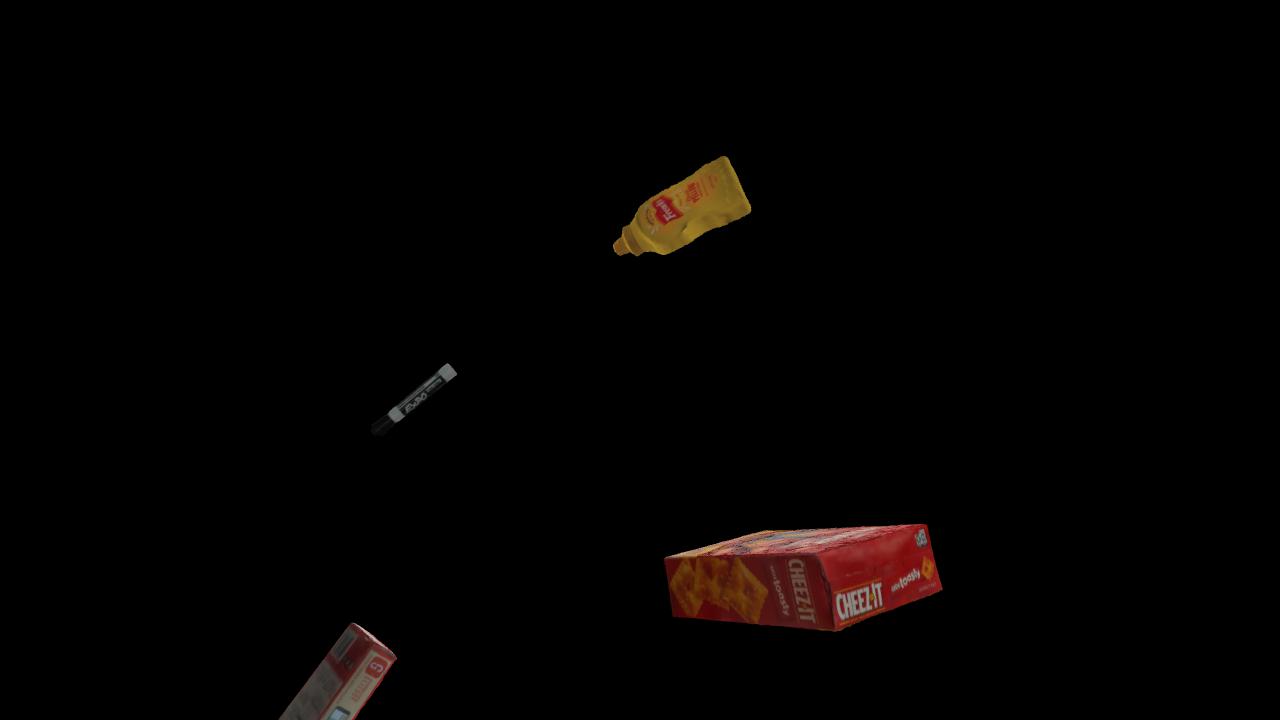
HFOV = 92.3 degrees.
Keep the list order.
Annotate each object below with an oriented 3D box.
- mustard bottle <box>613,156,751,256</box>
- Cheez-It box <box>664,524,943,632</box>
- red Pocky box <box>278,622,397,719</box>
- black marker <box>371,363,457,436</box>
[{"bbox_3d":[0.046,-0.184,0.797,0.184,0.092,0.054,-26,-28,16],"label":"mustard bottle"},{"bbox_3d":[0.156,0.215,0.624,0.166,0.071,0.223,-1,-15,-36],"label":"Cheez-It box"},{"bbox_3d":[-0.267,0.296,0.495,0.028,0.155,0.083,47,-31,-23],"label":"red Pocky box"},{"bbox_3d":[-0.277,0.050,0.751,0.121,0.020,0.020,-41,8,-9],"label":"black marker"}]
